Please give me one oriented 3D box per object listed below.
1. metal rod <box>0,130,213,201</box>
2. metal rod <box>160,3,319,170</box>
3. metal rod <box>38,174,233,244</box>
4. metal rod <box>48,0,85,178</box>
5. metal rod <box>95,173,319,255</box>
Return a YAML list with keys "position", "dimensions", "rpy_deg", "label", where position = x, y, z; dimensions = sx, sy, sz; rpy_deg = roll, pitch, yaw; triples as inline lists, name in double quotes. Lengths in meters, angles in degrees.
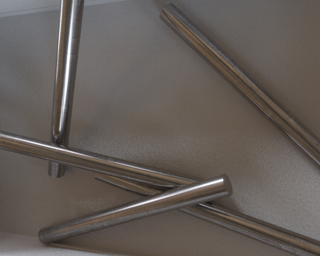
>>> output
- position: [-0.077, 0.047, 0.406]
  dimensions: [0.301, 0.025, 0.025]
  rpy_deg: [12, 94, 7]
  label: "metal rod"
- position: [0.108, -0.046, 0.372]
  dimensions: [0.025, 0.025, 0.300]
  rpy_deg: [-46, 76, 14]
  label: "metal rod"
- position: [-0.050, 0.113, 0.408]
  dimensions: [0.300, 0.025, 0.025]
  rpy_deg: [-22, 83, 26]
  label: "metal rod"
- position: [-0.120, -0.056, 0.392]
  dimensions: [0.025, 0.025, 0.298]
  rpy_deg: [27, 122, 18]
  label: "metal rod"
- position: [0.051, 0.102, 0.392]
  dimensions: [0.301, 0.025, 0.025]
  rpy_deg: [16, 96, 19]
  label: "metal rod"
